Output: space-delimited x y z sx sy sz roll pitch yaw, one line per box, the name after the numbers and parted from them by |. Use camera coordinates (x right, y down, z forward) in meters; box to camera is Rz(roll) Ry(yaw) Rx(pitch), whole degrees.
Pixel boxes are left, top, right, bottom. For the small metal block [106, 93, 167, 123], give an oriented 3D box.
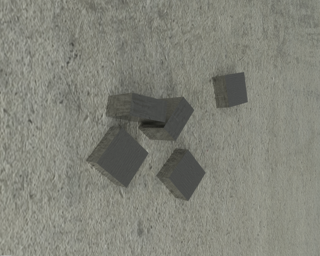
-0.028 -0.022 0.365 0.050 0.050 0.025 10 84 -40 | small metal block

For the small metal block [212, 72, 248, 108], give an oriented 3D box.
0.114 -0.061 0.499 0.050 0.025 0.050 -16 100 -39 | small metal block

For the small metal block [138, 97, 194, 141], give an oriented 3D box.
0.008 -0.012 0.394 0.025 0.050 0.050 48 62 -30 | small metal block

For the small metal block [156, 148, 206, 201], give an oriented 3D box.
0.030 0.064 0.430 0.050 0.025 0.050 52 59 -27 | small metal block

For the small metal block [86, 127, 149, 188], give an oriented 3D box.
-0.049 0.034 0.364 0.050 0.025 0.050 47 62 -30 | small metal block
